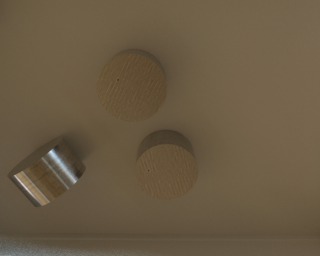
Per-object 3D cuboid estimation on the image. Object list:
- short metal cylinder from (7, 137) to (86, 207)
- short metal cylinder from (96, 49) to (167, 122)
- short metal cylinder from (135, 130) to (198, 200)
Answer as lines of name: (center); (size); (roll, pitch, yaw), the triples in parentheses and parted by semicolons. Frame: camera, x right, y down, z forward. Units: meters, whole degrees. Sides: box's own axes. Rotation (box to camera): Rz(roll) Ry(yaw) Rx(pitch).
short metal cylinder: (-0.145, 0.055, 0.400); (0.080, 0.080, 0.050); (-30, 108, 10)
short metal cylinder: (-0.032, -0.053, 0.378); (0.081, 0.050, 0.079); (0, 110, -1)
short metal cylinder: (0.008, 0.048, 0.416); (0.081, 0.050, 0.079); (0, 110, -1)
